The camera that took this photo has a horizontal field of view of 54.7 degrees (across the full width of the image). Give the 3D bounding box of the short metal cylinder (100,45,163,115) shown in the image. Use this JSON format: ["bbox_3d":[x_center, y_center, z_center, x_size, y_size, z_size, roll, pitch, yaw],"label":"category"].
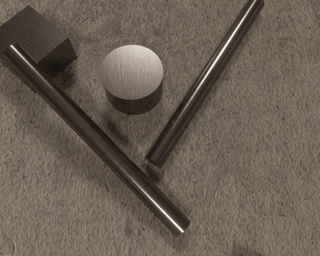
[{"bbox_3d":[-0.036,-0.064,0.418,0.081,0.050,0.080,0,70,0],"label":"short metal cylinder"}]

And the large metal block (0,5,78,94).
[{"bbox_3d":[-0.179,-0.109,0.433,0.080,0.050,0.080,40,74,13],"label":"large metal block"}]

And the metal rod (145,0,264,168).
[{"bbox_3d":[0.071,-0.075,0.436,0.025,0.025,0.300,30,72,10],"label":"metal rod"}]

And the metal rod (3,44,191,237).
[{"bbox_3d":[-0.078,0.012,0.374,0.025,0.025,0.300,-44,87,-14],"label":"metal rod"}]
